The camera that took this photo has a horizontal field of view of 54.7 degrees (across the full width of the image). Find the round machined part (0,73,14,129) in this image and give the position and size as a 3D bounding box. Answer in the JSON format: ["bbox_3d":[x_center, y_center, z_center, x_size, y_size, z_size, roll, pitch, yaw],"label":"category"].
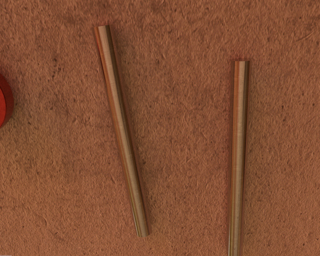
[{"bbox_3d":[-0.231,-0.038,0.383,0.099,0.042,0.097,0,110,-1],"label":"round machined part"}]

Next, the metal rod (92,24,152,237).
[{"bbox_3d":[-0.046,0.018,0.415,0.025,0.025,0.298,-8,110,2],"label":"metal rod"}]

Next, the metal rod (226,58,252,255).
[{"bbox_3d":[0.108,0.056,0.431,0.025,0.025,0.298,-3,110,1],"label":"metal rod"}]
